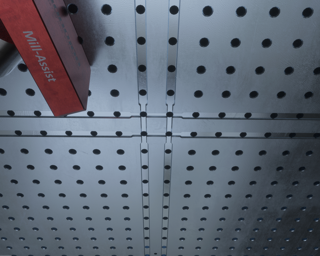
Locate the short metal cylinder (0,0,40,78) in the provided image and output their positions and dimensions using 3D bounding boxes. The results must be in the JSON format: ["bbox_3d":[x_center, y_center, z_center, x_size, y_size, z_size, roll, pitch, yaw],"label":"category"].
[{"bbox_3d":[-0.163,-0.095,0.293,0.050,0.080,0.080,-34,122,25],"label":"short metal cylinder"}]

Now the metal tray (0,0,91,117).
[{"bbox_3d":[-0.104,-0.087,0.292,0.030,0.090,0.129,-14,129,2],"label":"metal tray"}]
